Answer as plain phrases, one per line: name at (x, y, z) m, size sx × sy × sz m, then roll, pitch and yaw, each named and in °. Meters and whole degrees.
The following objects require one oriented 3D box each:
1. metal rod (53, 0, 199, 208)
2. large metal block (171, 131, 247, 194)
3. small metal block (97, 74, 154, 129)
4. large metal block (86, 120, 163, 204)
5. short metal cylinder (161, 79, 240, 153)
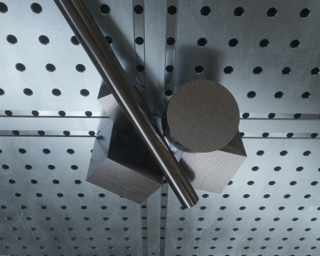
metal rod at (-0.028, -0.019, 0.355) m, size 0.025 × 0.025 × 0.299 m, roll -22°, pitch 116°, yaw 17°
large metal block at (0.061, 0.041, 0.430) m, size 0.081 × 0.050 × 0.079 m, roll 13°, pitch 129°, yaw -12°
small metal block at (-0.041, -0.032, 0.384) m, size 0.050 × 0.025 × 0.050 m, roll -19°, pitch 128°, yaw 15°
large metal block at (-0.043, 0.041, 0.410) m, size 0.080 × 0.080 × 0.050 m, roll 30°, pitch 124°, yaw -23°
short metal cylinder at (0.044, -0.011, 0.358) m, size 0.081 × 0.080 × 0.050 m, roll 7°, pitch 173°, yaw -6°
